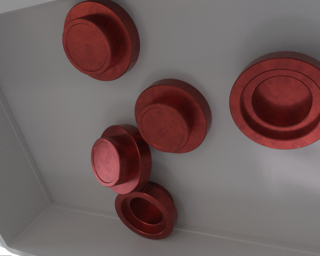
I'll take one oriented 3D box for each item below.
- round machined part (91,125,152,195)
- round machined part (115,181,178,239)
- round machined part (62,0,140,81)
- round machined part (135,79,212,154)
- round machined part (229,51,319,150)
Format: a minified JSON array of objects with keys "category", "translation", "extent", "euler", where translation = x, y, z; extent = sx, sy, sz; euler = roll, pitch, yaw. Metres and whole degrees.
[{"category":"round machined part","translation":[-0.060,0.045,0.431],"extent":[0.098,0.042,0.097],"euler":[7,100,45]},{"category":"round machined part","translation":[-0.017,0.122,0.482],"extent":[0.098,0.042,0.097],"euler":[13,125,20]},{"category":"round machined part","translation":[-0.077,-0.102,0.375],"extent":[0.098,0.042,0.097],"euler":[13,124,21]},{"category":"round machined part","translation":[0.011,-0.008,0.387],"extent":[0.098,0.042,0.097],"euler":[13,124,21]},{"category":"round machined part","translation":[0.124,-0.030,0.314],"extent":[0.098,0.042,0.097],"euler":[13,124,21]}]
